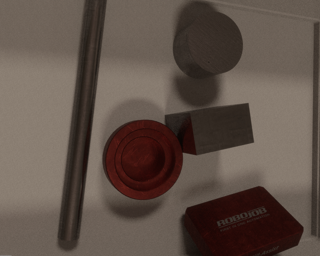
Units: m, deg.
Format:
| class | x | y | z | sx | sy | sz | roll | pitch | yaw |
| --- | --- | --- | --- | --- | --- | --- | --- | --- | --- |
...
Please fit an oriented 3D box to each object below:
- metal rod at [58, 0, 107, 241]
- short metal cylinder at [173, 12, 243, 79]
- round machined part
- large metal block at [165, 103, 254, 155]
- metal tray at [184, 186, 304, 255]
| class | x | y | z | sx | sy | sz | roll | pitch | yaw |
| --- | --- | --- | --- | --- | --- | --- | --- | --- | --- |
| metal rod | -0.093 | -0.018 | 0.376 | 0.025 | 0.025 | 0.298 | 7 | 88 | -20 |
| short metal cylinder | 0.064 | -0.110 | 0.422 | 0.081 | 0.050 | 0.079 | 0 | 90 | -20 |
| round machined part | -0.024 | 0.038 | 0.394 | 0.099 | 0.042 | 0.097 | 0 | 90 | -21 |
| large metal block | 0.062 | 0.000 | 0.405 | 0.081 | 0.080 | 0.050 | -10 | 94 | -20 |
| metal tray | 0.110 | 0.132 | 0.416 | 0.131 | 0.090 | 0.030 | -11 | 124 | -20 |
